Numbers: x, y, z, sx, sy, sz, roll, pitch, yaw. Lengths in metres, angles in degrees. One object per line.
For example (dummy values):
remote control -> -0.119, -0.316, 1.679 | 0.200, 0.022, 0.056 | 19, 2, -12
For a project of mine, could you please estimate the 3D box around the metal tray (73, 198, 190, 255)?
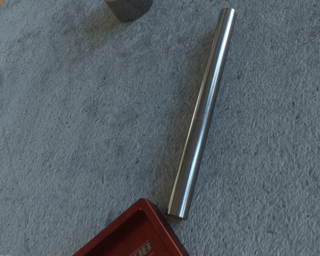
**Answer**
metal tray -> -0.039, 0.150, 0.328 | 0.130, 0.030, 0.090 | -40, 51, 0

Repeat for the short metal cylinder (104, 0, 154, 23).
short metal cylinder -> -0.059, -0.242, 0.567 | 0.080, 0.050, 0.080 | -13, 56, 21

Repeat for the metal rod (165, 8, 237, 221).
metal rod -> 0.059, -0.035, 0.394 | 0.025, 0.025, 0.300 | 3, 63, 30
